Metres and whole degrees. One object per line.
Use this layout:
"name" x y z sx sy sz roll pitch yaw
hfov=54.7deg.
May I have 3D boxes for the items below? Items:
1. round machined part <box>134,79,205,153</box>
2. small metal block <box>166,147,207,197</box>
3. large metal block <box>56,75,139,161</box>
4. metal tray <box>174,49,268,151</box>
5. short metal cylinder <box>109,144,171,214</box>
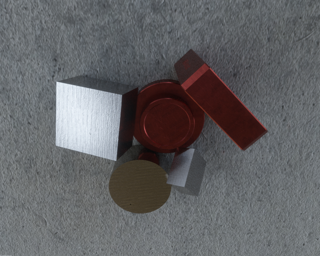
"round machined part" 0.009 -0.011 0.399 0.099 0.042 0.097 0 110 -1
"small metal block" 0.037 0.058 0.408 0.025 0.050 0.050 6 158 30
"large metal block" -0.077 -0.014 0.378 0.080 0.050 0.079 13 111 13
"metal tray" 0.060 -0.038 0.341 0.030 0.130 0.090 -43 105 14
"short metal cylinder" -0.026 0.068 0.423 0.081 0.050 0.079 0 110 -1
